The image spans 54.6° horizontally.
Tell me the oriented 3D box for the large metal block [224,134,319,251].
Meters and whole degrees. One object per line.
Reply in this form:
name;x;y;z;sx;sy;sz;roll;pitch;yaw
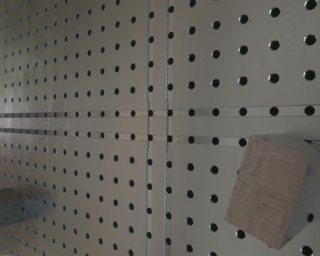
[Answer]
large metal block;0.110;0.051;0.283;0.050;0.081;0.080;23;104;38

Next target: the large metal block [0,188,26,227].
large metal block;-0.348;0.171;0.664;0.080;0.081;0.050;15;100;39
